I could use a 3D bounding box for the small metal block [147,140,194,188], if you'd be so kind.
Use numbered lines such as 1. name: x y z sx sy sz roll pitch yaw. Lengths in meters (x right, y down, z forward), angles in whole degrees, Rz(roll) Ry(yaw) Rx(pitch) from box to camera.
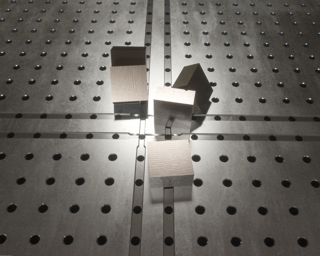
1. small metal block: 0.012 0.043 0.372 0.050 0.025 0.050 -3 50 -3

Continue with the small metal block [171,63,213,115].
1. small metal block: 0.047 -0.054 0.434 0.025 0.050 0.050 -6 41 38

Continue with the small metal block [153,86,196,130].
1. small metal block: 0.019 -0.026 0.414 0.050 0.050 0.025 8 51 7

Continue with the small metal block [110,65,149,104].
1. small metal block: -0.043 -0.061 0.442 0.050 0.025 0.050 -4 88 -4

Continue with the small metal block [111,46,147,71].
1. small metal block: -0.046 -0.095 0.467 0.050 0.050 0.025 1 28 0
